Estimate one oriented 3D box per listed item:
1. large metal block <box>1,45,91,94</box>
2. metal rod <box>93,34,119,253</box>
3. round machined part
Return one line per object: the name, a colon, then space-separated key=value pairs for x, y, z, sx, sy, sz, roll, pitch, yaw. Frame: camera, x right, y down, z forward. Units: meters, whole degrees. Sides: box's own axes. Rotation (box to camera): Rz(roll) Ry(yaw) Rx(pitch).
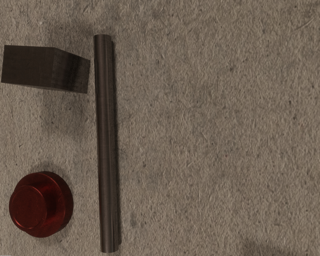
large metal block: x=-0.157 y=-0.080 z=0.433 sx=0.080 sy=0.080 sz=0.050 roll=8 pitch=93 yaw=19
metal rod: x=-0.076 y=0.021 z=0.434 sx=0.025 sy=0.025 sz=0.298 roll=-2 pitch=89 yaw=19
round machined part: x=-0.184 y=0.116 z=0.463 sx=0.098 sy=0.042 sz=0.097 roll=0 pitch=90 yaw=19
